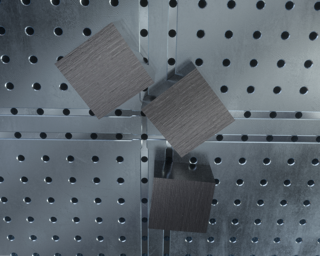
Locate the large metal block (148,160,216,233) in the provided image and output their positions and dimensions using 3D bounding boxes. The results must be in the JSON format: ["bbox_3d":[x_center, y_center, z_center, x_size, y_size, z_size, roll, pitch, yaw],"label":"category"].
[{"bbox_3d":[0.028,0.096,0.435,0.080,0.050,0.079,6,110,-2],"label":"large metal block"}]

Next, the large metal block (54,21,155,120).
[{"bbox_3d":[-0.062,-0.070,0.374,0.080,0.050,0.080,-32,107,11],"label":"large metal block"}]

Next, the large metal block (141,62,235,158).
[{"bbox_3d":[0.034,-0.024,0.391,0.080,0.050,0.080,-36,106,12],"label":"large metal block"}]
